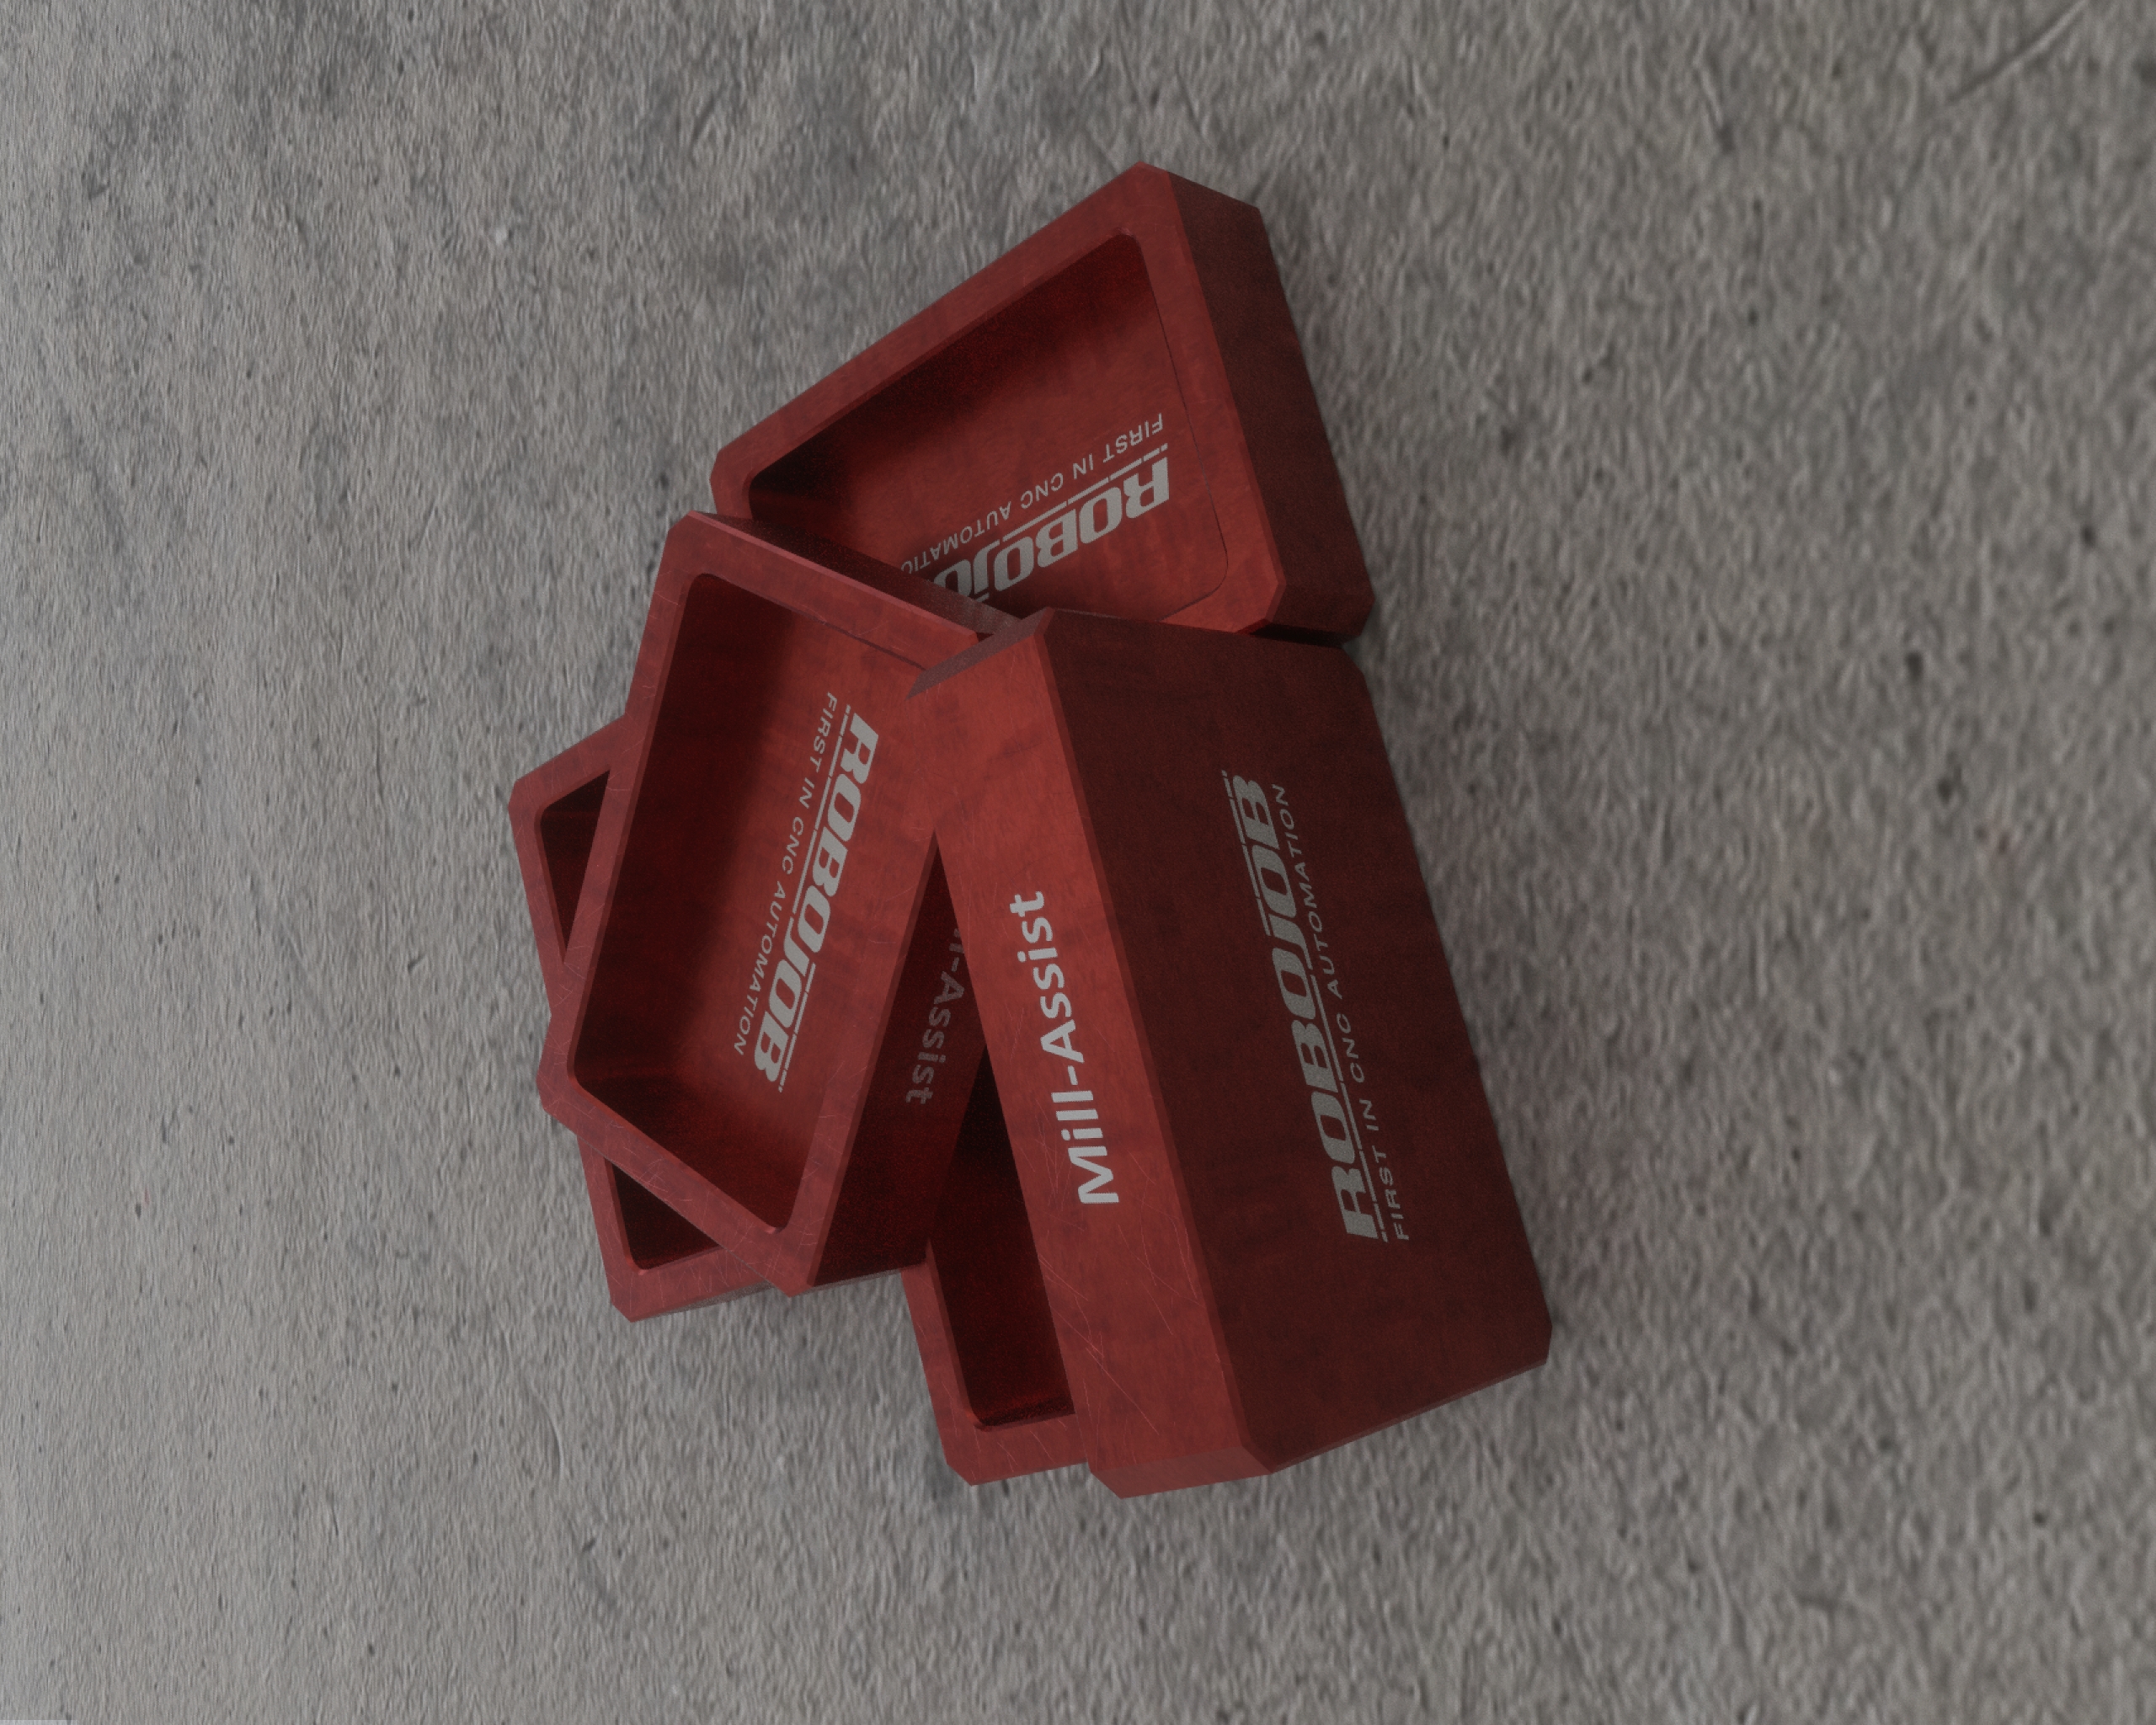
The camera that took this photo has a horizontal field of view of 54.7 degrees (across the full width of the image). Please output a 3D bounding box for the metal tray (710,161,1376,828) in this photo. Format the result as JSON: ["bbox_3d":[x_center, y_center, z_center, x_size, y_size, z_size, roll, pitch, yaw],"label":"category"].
[{"bbox_3d":[-0.013,-0.065,0.412,0.130,0.030,0.090,-23,75,37],"label":"metal tray"}]

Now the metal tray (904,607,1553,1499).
[{"bbox_3d":[0.027,0.027,0.340,0.030,0.091,0.129,-23,75,37],"label":"metal tray"}]

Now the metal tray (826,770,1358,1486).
[{"bbox_3d":[0.001,0.046,0.400,0.090,0.030,0.129,-24,75,37],"label":"metal tray"}]

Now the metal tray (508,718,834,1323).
[{"bbox_3d":[-0.078,0.029,0.465,0.090,0.030,0.129,-24,75,37],"label":"metal tray"}]

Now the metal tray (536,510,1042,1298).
[{"bbox_3d":[-0.055,0.006,0.407,0.090,0.030,0.129,27,107,36],"label":"metal tray"}]
